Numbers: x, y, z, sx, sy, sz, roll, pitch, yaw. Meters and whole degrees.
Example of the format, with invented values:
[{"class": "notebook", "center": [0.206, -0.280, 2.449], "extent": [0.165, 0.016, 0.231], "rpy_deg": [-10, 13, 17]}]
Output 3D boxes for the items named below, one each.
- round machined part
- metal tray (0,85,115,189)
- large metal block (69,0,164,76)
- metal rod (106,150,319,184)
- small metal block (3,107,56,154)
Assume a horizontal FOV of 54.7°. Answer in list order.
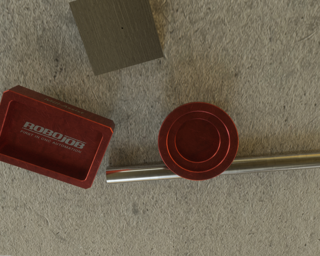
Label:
[{"class": "round machined part", "center": [0.048, 0.015, 0.399], "extent": [0.099, 0.042, 0.097], "rpy_deg": [0, 96, 2]}, {"class": "metal tray", "center": [-0.133, 0.013, 0.384], "extent": [0.131, 0.030, 0.089], "rpy_deg": [21, 106, -10]}, {"class": "large metal block", "center": [-0.045, -0.113, 0.354], "extent": [0.080, 0.050, 0.080], "rpy_deg": [-15, 110, 5]}, {"class": "metal rod", "center": [0.078, 0.054, 0.430], "extent": [0.302, 0.025, 0.025], "rpy_deg": [-5, 110, 1]}, {"class": "small metal block", "center": [-0.167, 0.001, 0.409], "extent": [0.050, 0.025, 0.050], "rpy_deg": [-37, 106, 12]}]
